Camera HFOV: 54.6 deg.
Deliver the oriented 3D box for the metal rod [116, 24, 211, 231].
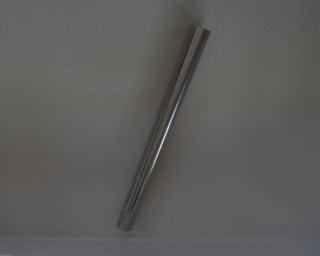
[{"bbox_3d":[-0.002,0.013,0.413,0.025,0.025,0.298,19,109,-7],"label":"metal rod"}]
